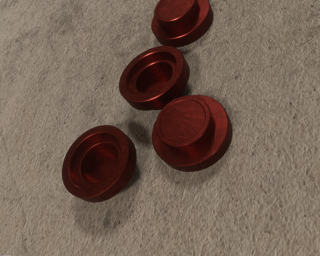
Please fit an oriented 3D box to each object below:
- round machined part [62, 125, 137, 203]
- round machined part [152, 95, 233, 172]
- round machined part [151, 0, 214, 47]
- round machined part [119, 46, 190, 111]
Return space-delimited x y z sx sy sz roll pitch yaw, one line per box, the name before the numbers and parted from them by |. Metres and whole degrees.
round machined part | -0.073 0.049 0.400 0.098 0.042 0.098 -13 56 20
round machined part | 0.034 0.000 0.374 0.098 0.042 0.098 -13 56 20
round machined part | 0.030 -0.177 0.485 0.098 0.042 0.098 -13 56 20
round machined part | -0.004 -0.064 0.430 0.098 0.042 0.098 -15 52 21
